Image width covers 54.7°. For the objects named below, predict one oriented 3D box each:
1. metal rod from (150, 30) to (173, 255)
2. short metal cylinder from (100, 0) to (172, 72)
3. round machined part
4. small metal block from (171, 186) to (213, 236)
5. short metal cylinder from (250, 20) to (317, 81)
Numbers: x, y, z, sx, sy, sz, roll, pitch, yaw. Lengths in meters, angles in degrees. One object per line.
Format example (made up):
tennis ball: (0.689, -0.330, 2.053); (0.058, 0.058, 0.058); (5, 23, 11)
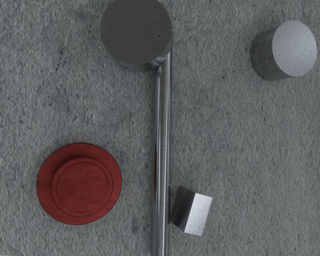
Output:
metal rod: (0.002, 0.023, 0.409); (0.025, 0.025, 0.298); (1, 90, -20)
short metal cylinder: (-0.027, -0.111, 0.372); (0.080, 0.050, 0.079); (0, 90, 1)
round machined part: (-0.093, 0.066, 0.366); (0.099, 0.042, 0.097); (0, 90, -20)
small metal block: (0.040, 0.108, 0.411); (0.025, 0.050, 0.050); (19, 84, -19)
short metal cylinder: (0.184, -0.113, 0.463); (0.081, 0.050, 0.079); (0, 90, -20)
